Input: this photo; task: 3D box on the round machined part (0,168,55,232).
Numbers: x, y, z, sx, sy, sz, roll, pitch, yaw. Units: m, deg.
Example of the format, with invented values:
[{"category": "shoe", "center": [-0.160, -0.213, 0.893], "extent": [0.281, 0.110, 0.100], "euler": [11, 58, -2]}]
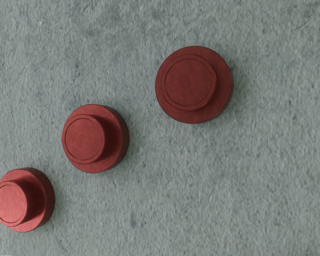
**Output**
[{"category": "round machined part", "center": [-0.215, 0.111, 0.474], "extent": [0.098, 0.042, 0.097], "euler": [0, 90, 19]}]

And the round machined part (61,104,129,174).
[{"category": "round machined part", "center": [-0.096, 0.015, 0.433], "extent": [0.098, 0.042, 0.097], "euler": [0, 90, 19]}]

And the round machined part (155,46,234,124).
[{"category": "round machined part", "center": [0.039, -0.054, 0.386], "extent": [0.098, 0.042, 0.097], "euler": [0, 90, 19]}]
